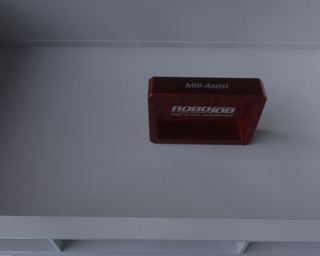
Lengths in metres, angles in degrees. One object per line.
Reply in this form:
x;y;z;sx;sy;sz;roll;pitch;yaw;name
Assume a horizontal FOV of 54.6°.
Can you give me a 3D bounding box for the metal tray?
0.052;-0.018;0.378;0.131;0.090;0.030;1;50;1;metal tray
